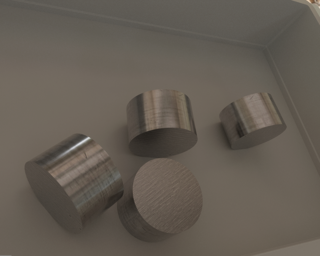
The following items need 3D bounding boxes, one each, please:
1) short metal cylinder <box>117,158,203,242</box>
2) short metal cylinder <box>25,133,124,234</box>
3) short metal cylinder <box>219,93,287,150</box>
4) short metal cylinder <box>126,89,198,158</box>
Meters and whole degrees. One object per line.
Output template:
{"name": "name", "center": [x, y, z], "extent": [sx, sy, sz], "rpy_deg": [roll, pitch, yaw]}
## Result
{"name": "short metal cylinder", "center": [-0.001, 0.080, 0.340], "extent": [0.081, 0.050, 0.080], "rpy_deg": [14, 56, -21]}
{"name": "short metal cylinder", "center": [-0.081, 0.052, 0.295], "extent": [0.080, 0.080, 0.050], "rpy_deg": [48, 51, 5]}
{"name": "short metal cylinder", "center": [0.132, -0.008, 0.446], "extent": [0.081, 0.080, 0.050], "rpy_deg": [-4, 64, -30]}
{"name": "short metal cylinder", "center": [0.001, -0.003, 0.373], "extent": [0.081, 0.080, 0.050], "rpy_deg": [7, 59, -25]}
